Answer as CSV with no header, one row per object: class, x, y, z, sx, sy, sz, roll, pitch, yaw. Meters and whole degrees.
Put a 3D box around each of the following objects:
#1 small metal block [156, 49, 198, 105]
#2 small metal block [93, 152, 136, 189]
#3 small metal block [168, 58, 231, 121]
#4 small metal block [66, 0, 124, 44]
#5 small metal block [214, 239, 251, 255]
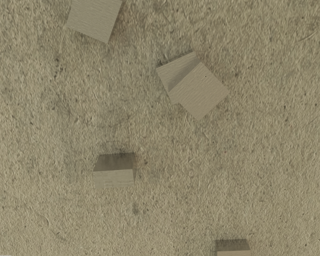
small metal block,0.028,-0.064,0.386,0.050,0.025,0.050,-23,109,8
small metal block,-0.059,0.056,0.416,0.050,0.050,0.025,-4,110,1
small metal block,0.045,-0.045,0.367,0.050,0.025,0.050,-43,105,14
small metal block,-0.075,-0.133,0.360,0.050,0.025,0.050,21,109,-8
small metal block,0.112,0.204,0.486,0.050,0.025,0.050,-2,110,0
